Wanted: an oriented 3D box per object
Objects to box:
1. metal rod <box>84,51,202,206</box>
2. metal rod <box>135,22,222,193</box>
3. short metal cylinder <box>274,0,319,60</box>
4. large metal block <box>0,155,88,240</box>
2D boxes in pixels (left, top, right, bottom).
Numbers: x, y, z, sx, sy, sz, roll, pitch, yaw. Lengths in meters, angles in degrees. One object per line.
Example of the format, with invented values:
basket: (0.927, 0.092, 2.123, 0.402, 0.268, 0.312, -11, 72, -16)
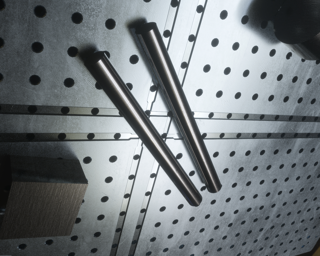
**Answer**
metal rod: (-0.005, 0.023, 0.422, 0.025, 0.025, 0.299, -37, 129, -4)
metal rod: (0.038, -0.004, 0.429, 0.025, 0.025, 0.299, -33, 129, -7)
short metal cylinder: (0.197, -0.135, 0.400, 0.050, 0.080, 0.080, 20, 108, -36)
large metal block: (-0.141, 0.082, 0.369, 0.081, 0.050, 0.079, 9, 114, -32)
